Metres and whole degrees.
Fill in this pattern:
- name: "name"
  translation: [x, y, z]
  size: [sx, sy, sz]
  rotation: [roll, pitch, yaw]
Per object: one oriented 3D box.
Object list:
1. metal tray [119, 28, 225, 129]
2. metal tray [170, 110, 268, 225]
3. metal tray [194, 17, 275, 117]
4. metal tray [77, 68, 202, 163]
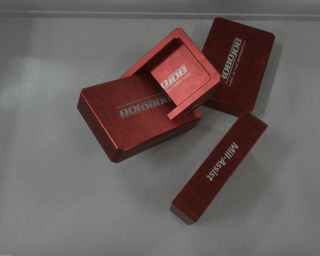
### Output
- name: "metal tray"
  translation: [0.004, -0.051, 0.397]
  size: [0.130, 0.030, 0.090]
  rotation: [-39, 73, 13]
- name: "metal tray"
  translation: [0.064, 0.049, 0.357]
  size: [0.030, 0.090, 0.130]
  rotation: [38, 74, 12]
- name: "metal tray"
  translation: [0.101, -0.087, 0.439]
  size: [0.090, 0.030, 0.130]
  rotation: [20, 71, 7]
- name: "metal tray"
  translation: [-0.023, -0.021, 0.385]
  size: [0.131, 0.030, 0.090]
  rotation: [-23, 68, -35]
